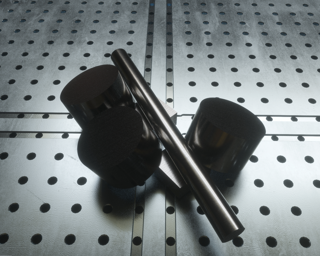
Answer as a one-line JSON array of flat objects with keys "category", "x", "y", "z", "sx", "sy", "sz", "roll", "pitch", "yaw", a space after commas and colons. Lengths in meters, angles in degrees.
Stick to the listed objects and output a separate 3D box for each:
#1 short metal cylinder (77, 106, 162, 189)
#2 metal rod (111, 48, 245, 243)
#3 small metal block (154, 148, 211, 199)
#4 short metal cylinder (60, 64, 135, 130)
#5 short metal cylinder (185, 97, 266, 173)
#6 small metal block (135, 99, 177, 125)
[{"category": "short metal cylinder", "x": -0.045, "y": 0.022, "z": 0.350, "sx": 0.080, "sy": 0.050, "sz": 0.080, "roll": -13, "pitch": 52, "yaw": 18}, {"category": "metal rod", "x": 0.003, "y": -0.004, "z": 0.373, "sx": 0.025, "sy": 0.025, "sz": 0.300, "roll": -20, "pitch": 53, "yaw": -16}, {"category": "small metal block", "x": 0.025, "y": 0.046, "z": 0.365, "sx": 0.050, "sy": 0.025, "sz": 0.050, "roll": -33, "pitch": 58, "yaw": -25}, {"category": "short metal cylinder", "x": -0.079, "y": -0.038, "z": 0.400, "sx": 0.080, "sy": 0.050, "sz": 0.080, "roll": -16, "pitch": 40, "yaw": 14}, {"category": "short metal cylinder", "x": 0.075, "y": 0.007, "z": 0.364, "sx": 0.081, "sy": 0.050, "sz": 0.080, "roll": 15, "pitch": 33, "yaw": -10}, {"category": "small metal block", "x": -0.013, "y": -0.013, "z": 0.414, "sx": 0.050, "sy": 0.025, "sz": 0.050, "roll": -36, "pitch": 59, "yaw": -26}]
